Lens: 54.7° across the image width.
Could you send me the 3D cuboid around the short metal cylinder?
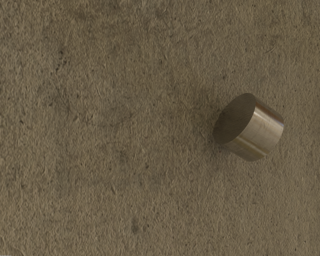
[{"bbox_3d":[0.119,-0.001,0.423,0.050,0.080,0.080,31,80,-18],"label":"short metal cylinder"}]
